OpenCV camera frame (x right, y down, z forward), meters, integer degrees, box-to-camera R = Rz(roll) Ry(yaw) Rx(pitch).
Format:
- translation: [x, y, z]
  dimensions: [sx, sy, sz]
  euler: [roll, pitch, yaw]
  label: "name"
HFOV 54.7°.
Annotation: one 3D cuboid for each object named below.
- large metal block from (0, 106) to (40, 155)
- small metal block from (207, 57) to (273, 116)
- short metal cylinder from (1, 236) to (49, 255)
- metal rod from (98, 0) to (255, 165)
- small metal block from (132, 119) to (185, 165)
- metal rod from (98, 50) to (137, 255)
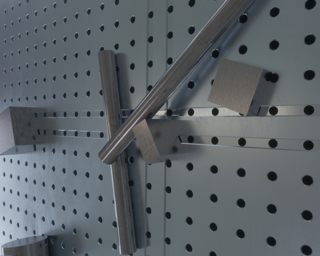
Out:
- translation: [-0.298, 0.007, 0.640]
  dimensions: [0.080, 0.050, 0.080]
  euler: [-22, 76, 38]
  label: "large metal block"
- translation: [0.086, -0.045, 0.338]
  dimensions: [0.050, 0.025, 0.050]
  euler: [27, 107, 37]
  label: "small metal block"
- translation: [-0.251, 0.238, 0.582]
  dimensions: [0.080, 0.081, 0.050]
  euler: [-13, 82, 39]
  label: "short metal cylinder"
- translation: [0.015, -0.060, 0.380]
  dimensions: [0.299, 0.025, 0.025]
  euler: [-48, 62, 23]
  label: "metal rod"
- translation: [-0.001, 0.016, 0.394]
  dimensions: [0.025, 0.050, 0.050]
  euler: [-36, 68, 34]
  label: "small metal block"
- translation: [-0.064, 0.031, 0.462]
  dimensions: [0.025, 0.025, 0.298]
  euler: [-12, 82, 39]
  label: "metal rod"
